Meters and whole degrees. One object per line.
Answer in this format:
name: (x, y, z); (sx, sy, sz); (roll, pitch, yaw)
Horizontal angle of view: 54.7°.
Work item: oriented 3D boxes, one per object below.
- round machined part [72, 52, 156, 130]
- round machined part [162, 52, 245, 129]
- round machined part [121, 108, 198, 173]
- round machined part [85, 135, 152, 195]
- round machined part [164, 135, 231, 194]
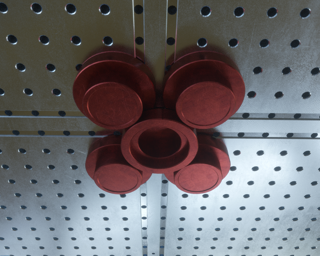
round machined part: (-0.054, -0.036, 0.368); (0.099, 0.042, 0.097); (-1, 130, 0)
round machined part: (0.052, -0.037, 0.369); (0.099, 0.042, 0.097); (-1, 130, 0)
round machined part: (-0.001, 0.013, 0.409); (0.099, 0.042, 0.097); (-1, 130, 0)
round machined part: (-0.059, 0.060, 0.451); (0.099, 0.042, 0.097); (-1, 130, 0)
round machined part: (0.054, 0.059, 0.451); (0.099, 0.042, 0.097); (-1, 130, 0)
